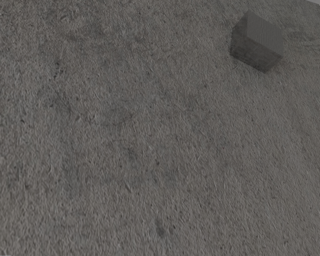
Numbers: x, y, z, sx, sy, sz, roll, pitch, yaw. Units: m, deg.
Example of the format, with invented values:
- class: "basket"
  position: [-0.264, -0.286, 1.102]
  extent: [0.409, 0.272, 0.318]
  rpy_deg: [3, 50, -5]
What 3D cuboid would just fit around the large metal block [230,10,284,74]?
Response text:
- class: "large metal block"
  position: [0.182, -0.162, 0.584]
  extent: [0.080, 0.050, 0.080]
  rpy_deg: [24, 53, -14]
